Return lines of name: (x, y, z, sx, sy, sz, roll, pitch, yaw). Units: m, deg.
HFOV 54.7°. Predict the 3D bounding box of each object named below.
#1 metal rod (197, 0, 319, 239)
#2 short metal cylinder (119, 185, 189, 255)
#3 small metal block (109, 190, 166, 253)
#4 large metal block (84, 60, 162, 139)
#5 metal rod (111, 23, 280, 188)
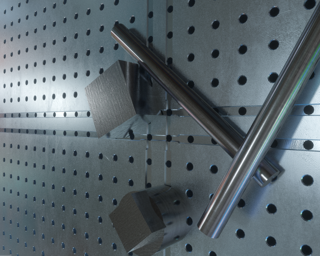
metal rod: (0.114, -0.026, 0.292, 0.025, 0.025, 0.298, 34, 104, 35)
short metal cylinder: (-0.010, 0.118, 0.401, 0.080, 0.050, 0.079, 0, 90, 40)
small metal block: (-0.028, 0.110, 0.367, 0.050, 0.025, 0.050, -47, 62, 29)
large metal block: (-0.054, -0.037, 0.438, 0.080, 0.050, 0.080, -30, 72, 36)
metal rod: (0.025, -0.046, 0.388, 0.300, 0.025, 0.025, 48, 119, 29)
